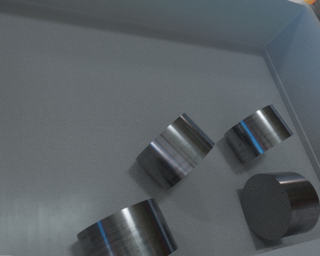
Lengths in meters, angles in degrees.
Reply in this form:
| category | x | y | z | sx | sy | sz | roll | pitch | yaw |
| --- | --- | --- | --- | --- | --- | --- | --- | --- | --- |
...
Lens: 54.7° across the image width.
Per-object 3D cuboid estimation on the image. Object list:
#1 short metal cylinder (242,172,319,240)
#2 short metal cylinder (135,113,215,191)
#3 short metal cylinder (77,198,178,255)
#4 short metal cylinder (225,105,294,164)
| category | x | y | z | sx | sy | sz | roll | pitch | yaw |
| --- | --- | --- | --- | --- | --- | --- | --- | --- | --- |
| short metal cylinder | 0.151 | 0.097 | 0.395 | 0.050 | 0.080 | 0.080 | 1 | 61 | -28 |
| short metal cylinder | 0.018 | 0.028 | 0.365 | 0.050 | 0.080 | 0.080 | 46 | 51 | 3 |
| short metal cylinder | -0.030 | 0.107 | 0.290 | 0.081 | 0.080 | 0.050 | -15 | 70 | -34 |
| short metal cylinder | 0.140 | 0.010 | 0.442 | 0.081 | 0.080 | 0.050 | -21 | 74 | -36 |
